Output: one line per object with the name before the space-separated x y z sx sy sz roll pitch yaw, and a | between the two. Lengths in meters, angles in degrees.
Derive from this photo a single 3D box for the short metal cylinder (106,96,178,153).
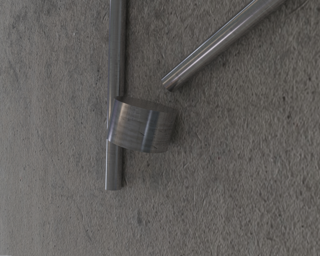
short metal cylinder | -0.023 -0.006 0.388 0.080 0.081 0.050 22 104 38

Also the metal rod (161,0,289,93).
metal rod | 0.111 -0.130 0.312 0.299 0.025 0.025 -36 68 34

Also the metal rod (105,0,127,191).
metal rod | -0.065 -0.058 0.458 0.025 0.025 0.298 3 92 40
